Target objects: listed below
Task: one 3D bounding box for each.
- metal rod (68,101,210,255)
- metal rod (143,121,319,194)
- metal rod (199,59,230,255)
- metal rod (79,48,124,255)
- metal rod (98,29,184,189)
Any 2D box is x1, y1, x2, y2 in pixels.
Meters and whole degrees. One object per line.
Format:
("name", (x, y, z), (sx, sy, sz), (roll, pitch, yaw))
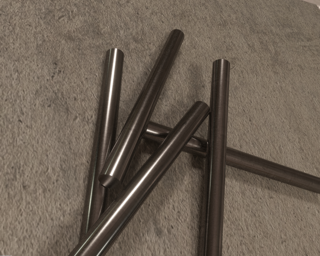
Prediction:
("metal rod", (-0.021, 0.062, 0.322), (0.025, 0.025, 0.301), (42, 51, 0))
("metal rod", (0.116, 0.046, 0.440), (0.302, 0.025, 0.025), (18, 55, -18))
("metal rod", (0.070, 0.041, 0.389), (0.025, 0.025, 0.299), (17, 64, -19))
("metal rod", (-0.065, 0.025, 0.354), (0.025, 0.025, 0.299), (14, 56, -21))
("metal rod", (-0.011, -0.049, 0.412), (0.025, 0.025, 0.301), (30, 47, -10))
